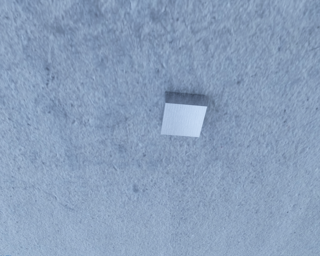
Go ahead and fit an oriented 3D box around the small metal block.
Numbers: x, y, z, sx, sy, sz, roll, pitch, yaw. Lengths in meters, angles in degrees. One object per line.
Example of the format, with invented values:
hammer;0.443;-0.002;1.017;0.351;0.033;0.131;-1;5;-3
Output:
small metal block;0.029;-0.017;0.393;0.050;0.025;0.050;5;130;-5
